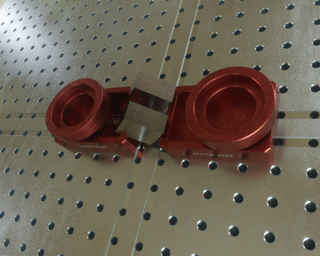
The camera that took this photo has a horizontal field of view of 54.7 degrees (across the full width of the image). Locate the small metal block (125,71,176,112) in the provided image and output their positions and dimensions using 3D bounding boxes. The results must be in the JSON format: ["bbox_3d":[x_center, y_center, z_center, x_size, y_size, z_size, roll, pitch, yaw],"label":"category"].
[{"bbox_3d":[-0.013,-0.044,0.408,0.050,0.050,0.025,136,151,-62],"label":"small metal block"}]

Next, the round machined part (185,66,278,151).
[{"bbox_3d":[0.081,-0.018,0.350,0.098,0.042,0.098,-13,56,21],"label":"round machined part"}]

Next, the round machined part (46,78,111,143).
[{"bbox_3d":[-0.114,-0.022,0.455,0.098,0.042,0.098,-13,56,21],"label":"round machined part"}]

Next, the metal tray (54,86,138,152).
[{"bbox_3d":[-0.087,-0.013,0.461,0.130,0.030,0.090,0,63,28],"label":"metal tray"}]

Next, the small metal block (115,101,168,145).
[{"bbox_3d":[-0.024,-0.005,0.389,0.050,0.050,0.025,136,151,-62],"label":"small metal block"}]

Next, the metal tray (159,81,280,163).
[{"bbox_3d":[0.071,-0.009,0.374,0.130,0.030,0.090,1,62,28],"label":"metal tray"}]
